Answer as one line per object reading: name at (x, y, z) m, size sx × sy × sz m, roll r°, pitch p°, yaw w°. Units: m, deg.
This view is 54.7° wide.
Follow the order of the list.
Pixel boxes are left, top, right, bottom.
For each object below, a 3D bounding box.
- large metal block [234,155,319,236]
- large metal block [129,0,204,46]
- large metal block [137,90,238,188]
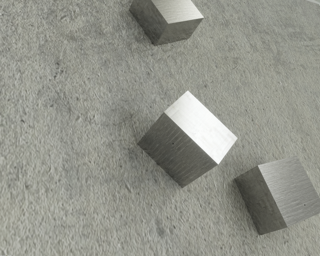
large metal block at (0.161, 0.089, 0.420) m, size 0.081 × 0.050 × 0.080 m, roll -7°, pitch 66°, yaw -31°
large metal block at (0.010, -0.188, 0.507) m, size 0.081 × 0.050 × 0.080 m, roll -24°, pitch 75°, yaw -36°
large metal block at (0.030, 0.016, 0.375) m, size 0.080 × 0.080 × 0.050 m, roll 44°, pitch 51°, yaw 2°
